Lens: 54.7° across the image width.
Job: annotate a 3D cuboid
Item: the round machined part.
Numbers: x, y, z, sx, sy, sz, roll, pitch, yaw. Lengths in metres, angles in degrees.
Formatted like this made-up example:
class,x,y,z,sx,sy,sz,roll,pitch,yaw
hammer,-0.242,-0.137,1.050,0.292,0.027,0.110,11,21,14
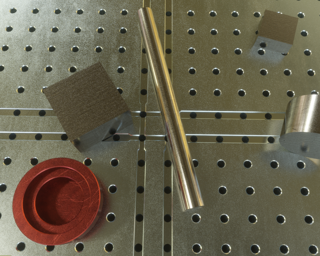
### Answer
class,x,y,z,sx,sy,sz,roll,pitch,yaw
round machined part,-0.117,0.087,0.369,0.099,0.042,0.098,0,70,-1

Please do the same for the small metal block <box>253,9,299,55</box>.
class,x,y,z,sx,sy,sz,roll,pitch,yaw
small metal block,0.175,-0.145,0.467,0.050,0.025,0.050,17,71,6

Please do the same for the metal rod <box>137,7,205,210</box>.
class,x,y,z,sx,sy,sz,roll,pitch,yaw
metal rod,0.009,-0.040,0.426,0.025,0.025,0.299,-12,71,-5

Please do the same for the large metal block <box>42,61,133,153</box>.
class,x,y,z,sx,sy,sz,roll,pitch,yaw
large metal block,-0.092,-0.027,0.407,0.080,0.050,0.080,-30,73,-11

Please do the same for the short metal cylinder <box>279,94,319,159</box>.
class,x,y,z,sx,sy,sz,roll,pitch,yaw
short metal cylinder,0.195,0.001,0.385,0.080,0.080,0.050,19,71,6
